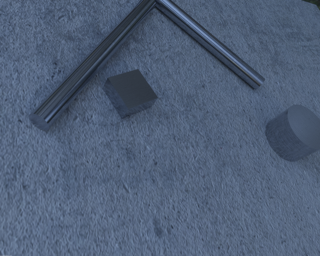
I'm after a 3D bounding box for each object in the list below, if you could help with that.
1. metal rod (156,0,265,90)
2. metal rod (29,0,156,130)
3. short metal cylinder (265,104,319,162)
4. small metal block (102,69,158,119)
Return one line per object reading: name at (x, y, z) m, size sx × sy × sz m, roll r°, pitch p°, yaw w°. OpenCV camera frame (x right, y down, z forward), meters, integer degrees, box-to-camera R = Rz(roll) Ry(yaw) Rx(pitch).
metal rod at (0.061, -0.173, 0.544) m, size 0.300 × 0.025 × 0.025 m, roll 39°, pitch 51°, yaw -2°
metal rod at (-0.075, -0.109, 0.430) m, size 0.025 × 0.025 × 0.301 m, roll 34°, pitch 51°, yaw -7°
short metal cylinder at (0.221, 0.009, 0.505) m, size 0.081 × 0.050 × 0.080 m, roll 14°, pitch 56°, yaw -21°
small metal block at (-0.040, -0.046, 0.412) m, size 0.050 × 0.025 × 0.050 m, roll -25°, pitch 76°, yaw -37°
